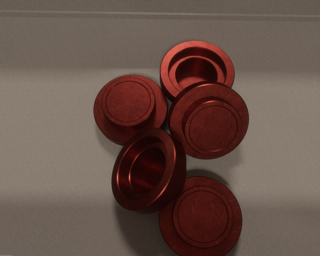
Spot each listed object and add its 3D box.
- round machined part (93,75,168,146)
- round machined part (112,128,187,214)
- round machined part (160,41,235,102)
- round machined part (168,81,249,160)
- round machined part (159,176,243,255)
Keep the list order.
[{"bbox_3d":[-0.039,-0.027,0.408,0.099,0.042,0.098,-1,71,2],"label":"round machined part"},{"bbox_3d":[-0.008,0.052,0.364,0.098,0.042,0.098,-24,51,33],"label":"round machined part"},{"bbox_3d":[0.049,-0.067,0.426,0.099,0.042,0.098,0,70,-1],"label":"round machined part"},{"bbox_3d":[0.061,-0.005,0.376,0.099,0.042,0.097,-1,109,-4],"label":"round machined part"},{"bbox_3d":[0.048,0.105,0.363,0.099,0.042,0.098,0,70,-1],"label":"round machined part"}]
